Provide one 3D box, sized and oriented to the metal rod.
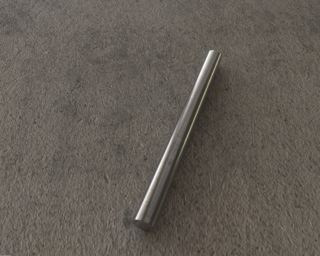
[{"bbox_3d":[0.035,-0.007,0.409,0.025,0.025,0.301,16,52,13],"label":"metal rod"}]
